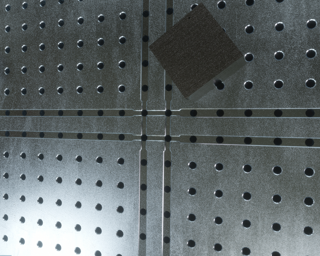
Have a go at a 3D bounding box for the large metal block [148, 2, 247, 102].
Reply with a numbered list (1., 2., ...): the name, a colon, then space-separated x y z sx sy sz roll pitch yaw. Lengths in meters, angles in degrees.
1. large metal block: 0.047 -0.090 0.382 0.080 0.050 0.080 -37 79 16
